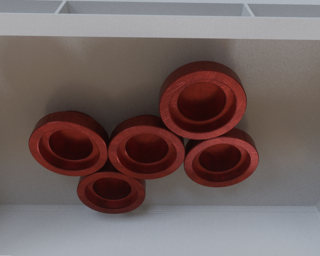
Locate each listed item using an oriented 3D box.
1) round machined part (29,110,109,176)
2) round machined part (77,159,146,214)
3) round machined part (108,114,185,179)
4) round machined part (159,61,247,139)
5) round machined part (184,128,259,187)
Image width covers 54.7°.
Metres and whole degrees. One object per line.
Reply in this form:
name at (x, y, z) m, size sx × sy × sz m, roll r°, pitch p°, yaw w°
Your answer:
round machined part at (-0.115, 0.016, 0.407) m, size 0.099 × 0.042 × 0.097 m, roll 0°, pitch 130°, yaw 0°
round machined part at (-0.070, 0.083, 0.464) m, size 0.099 × 0.042 × 0.097 m, roll 0°, pitch 130°, yaw 0°
round machined part at (-0.017, 0.021, 0.411) m, size 0.099 × 0.042 × 0.097 m, roll 0°, pitch 130°, yaw 0°
round machined part at (0.048, -0.036, 0.364) m, size 0.099 × 0.042 × 0.097 m, roll 0°, pitch 130°, yaw 0°
round machined part at (0.081, 0.034, 0.424) m, size 0.099 × 0.042 × 0.097 m, roll 0°, pitch 130°, yaw 0°
